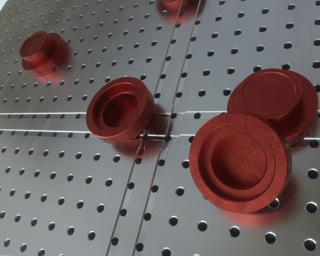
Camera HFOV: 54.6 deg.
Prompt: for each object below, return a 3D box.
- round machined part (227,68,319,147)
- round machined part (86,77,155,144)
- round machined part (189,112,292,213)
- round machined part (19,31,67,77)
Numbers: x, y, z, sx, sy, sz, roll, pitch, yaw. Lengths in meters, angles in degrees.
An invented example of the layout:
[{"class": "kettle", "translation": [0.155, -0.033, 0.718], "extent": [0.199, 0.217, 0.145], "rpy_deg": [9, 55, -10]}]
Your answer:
[{"class": "round machined part", "translation": [0.124, -0.028, 0.350], "extent": [0.098, 0.042, 0.098], "rpy_deg": [-13, 56, 21]}, {"class": "round machined part", "translation": [-0.052, -0.021, 0.438], "extent": [0.098, 0.042, 0.098], "rpy_deg": [-13, 56, 21]}, {"class": "round machined part", "translation": [0.083, 0.033, 0.317], "extent": [0.098, 0.042, 0.097], "rpy_deg": [1, 91, 32]}, {"class": "round machined part", "translation": [-0.239, -0.154, 0.619], "extent": [0.098, 0.042, 0.098], "rpy_deg": [-13, 56, 21]}]
